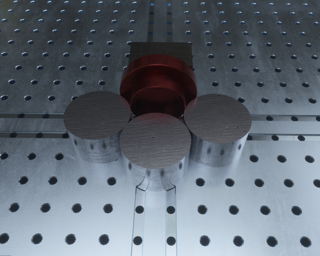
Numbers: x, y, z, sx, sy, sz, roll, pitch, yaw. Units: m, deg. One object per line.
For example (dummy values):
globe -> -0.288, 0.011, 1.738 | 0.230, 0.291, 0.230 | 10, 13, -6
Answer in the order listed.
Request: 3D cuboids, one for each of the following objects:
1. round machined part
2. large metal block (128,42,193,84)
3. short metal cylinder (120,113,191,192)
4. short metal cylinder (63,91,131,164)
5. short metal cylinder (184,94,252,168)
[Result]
round machined part -> -0.002, -0.041, 0.392 | 0.099, 0.097, 0.042 | 1, 50, 1
large metal block -> 0.001, -0.071, 0.431 | 0.081, 0.080, 0.050 | 1, 50, 0
short metal cylinder -> -0.005, 0.028, 0.368 | 0.081, 0.050, 0.080 | 0, 50, 0
short metal cylinder -> -0.075, -0.002, 0.392 | 0.081, 0.050, 0.080 | 0, 50, 0
short metal cylinder -> 0.069, 0.003, 0.390 | 0.081, 0.050, 0.080 | 0, 50, 0
